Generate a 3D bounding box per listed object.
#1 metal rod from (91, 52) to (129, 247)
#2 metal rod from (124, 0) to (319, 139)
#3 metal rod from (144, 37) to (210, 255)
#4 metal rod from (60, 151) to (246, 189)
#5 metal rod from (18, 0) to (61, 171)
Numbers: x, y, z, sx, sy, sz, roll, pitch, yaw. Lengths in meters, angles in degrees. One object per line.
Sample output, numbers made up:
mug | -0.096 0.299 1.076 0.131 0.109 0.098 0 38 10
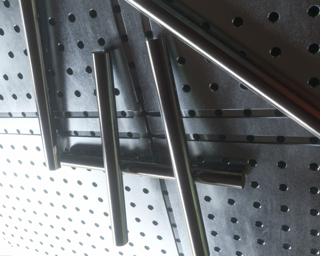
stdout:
metal rod | -0.069 0.043 0.446 0.025 0.025 0.298 8 113 24
metal rod | 0.057 -0.084 0.329 0.300 0.025 0.025 36 129 3
metal rod | 0.026 0.039 0.394 0.025 0.025 0.298 -3 109 30
metal rod | -0.028 0.059 0.462 0.300 0.025 0.025 3 120 27
metal rod | -0.179 -0.055 0.472 0.025 0.025 0.298 18 126 18
